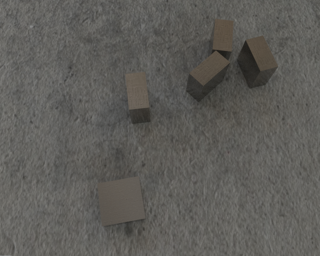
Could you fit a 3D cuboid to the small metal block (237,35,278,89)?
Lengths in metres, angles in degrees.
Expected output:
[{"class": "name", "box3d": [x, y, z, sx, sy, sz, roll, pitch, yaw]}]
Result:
[{"class": "small metal block", "box3d": [0.133, -0.090, 0.429, 0.025, 0.050, 0.050, -16, 71, -6]}]

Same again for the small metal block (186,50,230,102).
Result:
[{"class": "small metal block", "box3d": [0.064, -0.069, 0.421, 0.050, 0.050, 0.025, -42, 76, -14]}]

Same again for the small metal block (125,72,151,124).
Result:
[{"class": "small metal block", "box3d": [-0.028, -0.038, 0.409, 0.025, 0.050, 0.050, -7, 70, -3]}]

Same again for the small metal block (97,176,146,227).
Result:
[{"class": "small metal block", "box3d": [-0.046, 0.089, 0.375, 0.050, 0.025, 0.050, -9, 70, -4]}]

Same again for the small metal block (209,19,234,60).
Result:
[{"class": "small metal block", "box3d": [0.085, -0.117, 0.439, 0.025, 0.050, 0.050, 7, 70, 2]}]
